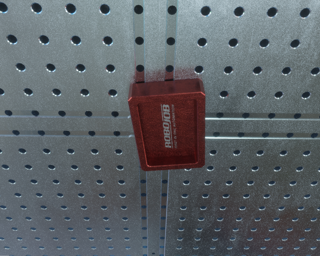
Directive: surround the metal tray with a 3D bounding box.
[{"bbox_3d":[0.013,0.001,0.409,0.091,0.030,0.129,-4,130,3],"label":"metal tray"}]
